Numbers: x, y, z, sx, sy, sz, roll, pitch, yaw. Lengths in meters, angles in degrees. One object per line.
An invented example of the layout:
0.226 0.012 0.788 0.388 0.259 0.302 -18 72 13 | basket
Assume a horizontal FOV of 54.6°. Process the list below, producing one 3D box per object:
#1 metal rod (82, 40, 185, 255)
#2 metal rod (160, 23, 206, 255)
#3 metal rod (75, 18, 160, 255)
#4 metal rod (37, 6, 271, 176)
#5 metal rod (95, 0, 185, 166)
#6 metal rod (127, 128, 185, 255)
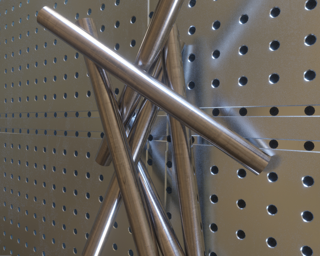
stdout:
-0.034 0.027 0.398 0.025 0.025 0.299 23 92 38 | metal rod
0.027 0.027 0.371 0.025 0.025 0.298 -6 91 40 | metal rod
-0.052 0.013 0.375 0.025 0.025 0.299 -19 85 38 | metal rod
-0.014 -0.046 0.344 0.300 0.025 0.025 35 114 8 | metal rod
-0.020 -0.071 0.367 0.025 0.025 0.298 45 123 30 | metal rod
-0.017 0.085 0.404 0.025 0.025 0.299 -45 57 31 | metal rod
